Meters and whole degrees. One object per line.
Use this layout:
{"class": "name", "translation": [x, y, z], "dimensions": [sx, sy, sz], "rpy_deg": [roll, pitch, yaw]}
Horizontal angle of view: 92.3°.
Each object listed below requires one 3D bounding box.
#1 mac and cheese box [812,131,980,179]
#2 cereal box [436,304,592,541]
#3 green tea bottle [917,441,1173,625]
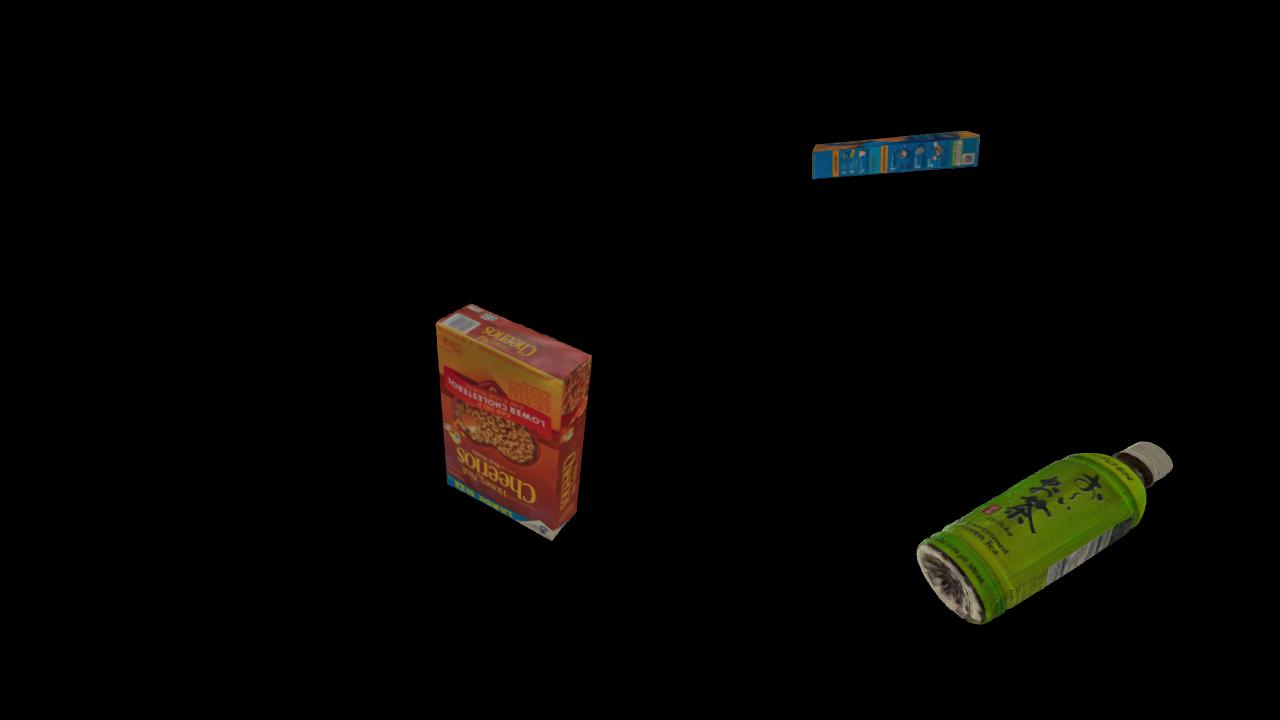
{"class": "mac and cheese box", "translation": [0.312, -0.256, 0.767], "dimensions": [0.184, 0.041, 0.093], "rpy_deg": [1, 24, 17]}
{"class": "cereal box", "translation": [-0.180, 0.095, 0.867], "dimensions": [0.203, 0.306, 0.081], "rpy_deg": [24, 37, 19]}
{"class": "green tea bottle", "translation": [0.326, 0.126, 0.484], "dimensions": [0.212, 0.073, 0.073], "rpy_deg": [-24, 4, -10]}
